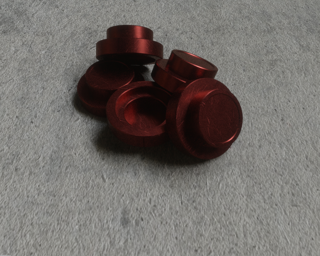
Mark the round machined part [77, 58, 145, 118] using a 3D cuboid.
[{"bbox_3d":[-0.070,-0.063,0.448,0.099,0.042,0.098,0,50,0],"label":"round machined part"}]

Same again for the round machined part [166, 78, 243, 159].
[{"bbox_3d":[0.059,-0.011,0.368,0.099,0.098,0.042,-36,18,-26],"label":"round machined part"}]

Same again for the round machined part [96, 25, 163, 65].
[{"bbox_3d":[-0.044,-0.122,0.458,0.099,0.098,0.042,1,92,0],"label":"round machined part"}]

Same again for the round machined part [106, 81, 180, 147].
[{"bbox_3d":[-0.018,-0.014,0.405,0.099,0.042,0.098,0,50,0],"label":"round machined part"}]

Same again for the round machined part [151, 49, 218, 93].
[{"bbox_3d":[0.041,-0.076,0.430,0.099,0.042,0.098,19,25,-9],"label":"round machined part"}]
